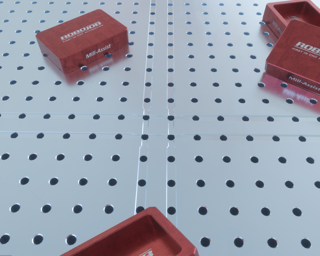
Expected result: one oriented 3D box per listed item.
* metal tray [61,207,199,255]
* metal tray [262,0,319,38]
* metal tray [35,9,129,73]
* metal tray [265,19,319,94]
[{"bbox_3d":[-0.040,0.127,0.268,0.131,0.030,0.090,-24,20,-19],"label":"metal tray"},{"bbox_3d":[0.256,-0.185,0.560,0.091,0.030,0.130,-10,51,-8],"label":"metal tray"},{"bbox_3d":[-0.131,-0.153,0.533,0.131,0.030,0.090,-33,58,-25],"label":"metal tray"},{"bbox_3d":[0.241,-0.104,0.472,0.130,0.030,0.090,29,78,22],"label":"metal tray"}]
